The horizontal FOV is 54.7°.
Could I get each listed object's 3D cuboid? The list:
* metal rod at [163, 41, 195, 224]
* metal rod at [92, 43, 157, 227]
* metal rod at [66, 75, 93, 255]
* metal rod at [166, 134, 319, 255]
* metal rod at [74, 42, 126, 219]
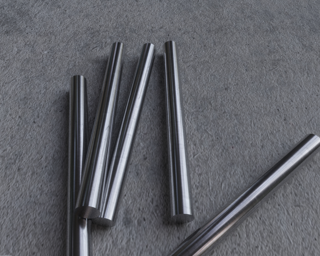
[{"bbox_3d":[0.020,-0.020,0.419,0.025,0.025,0.300,-1,50,-1],"label":"metal rod"},{"bbox_3d":[-0.038,-0.016,0.416,0.025,0.025,0.300,6,50,5],"label":"metal rod"},{"bbox_3d":[-0.095,0.044,0.365,0.025,0.025,0.300,-8,50,-6],"label":"metal rod"},{"bbox_3d":[0.077,0.091,0.326,0.302,0.025,0.025,-32,57,-24],"label":"metal rod"},{"bbox_3d":[-0.070,-0.024,0.408,0.025,0.025,0.300,0,46,0],"label":"metal rod"}]
